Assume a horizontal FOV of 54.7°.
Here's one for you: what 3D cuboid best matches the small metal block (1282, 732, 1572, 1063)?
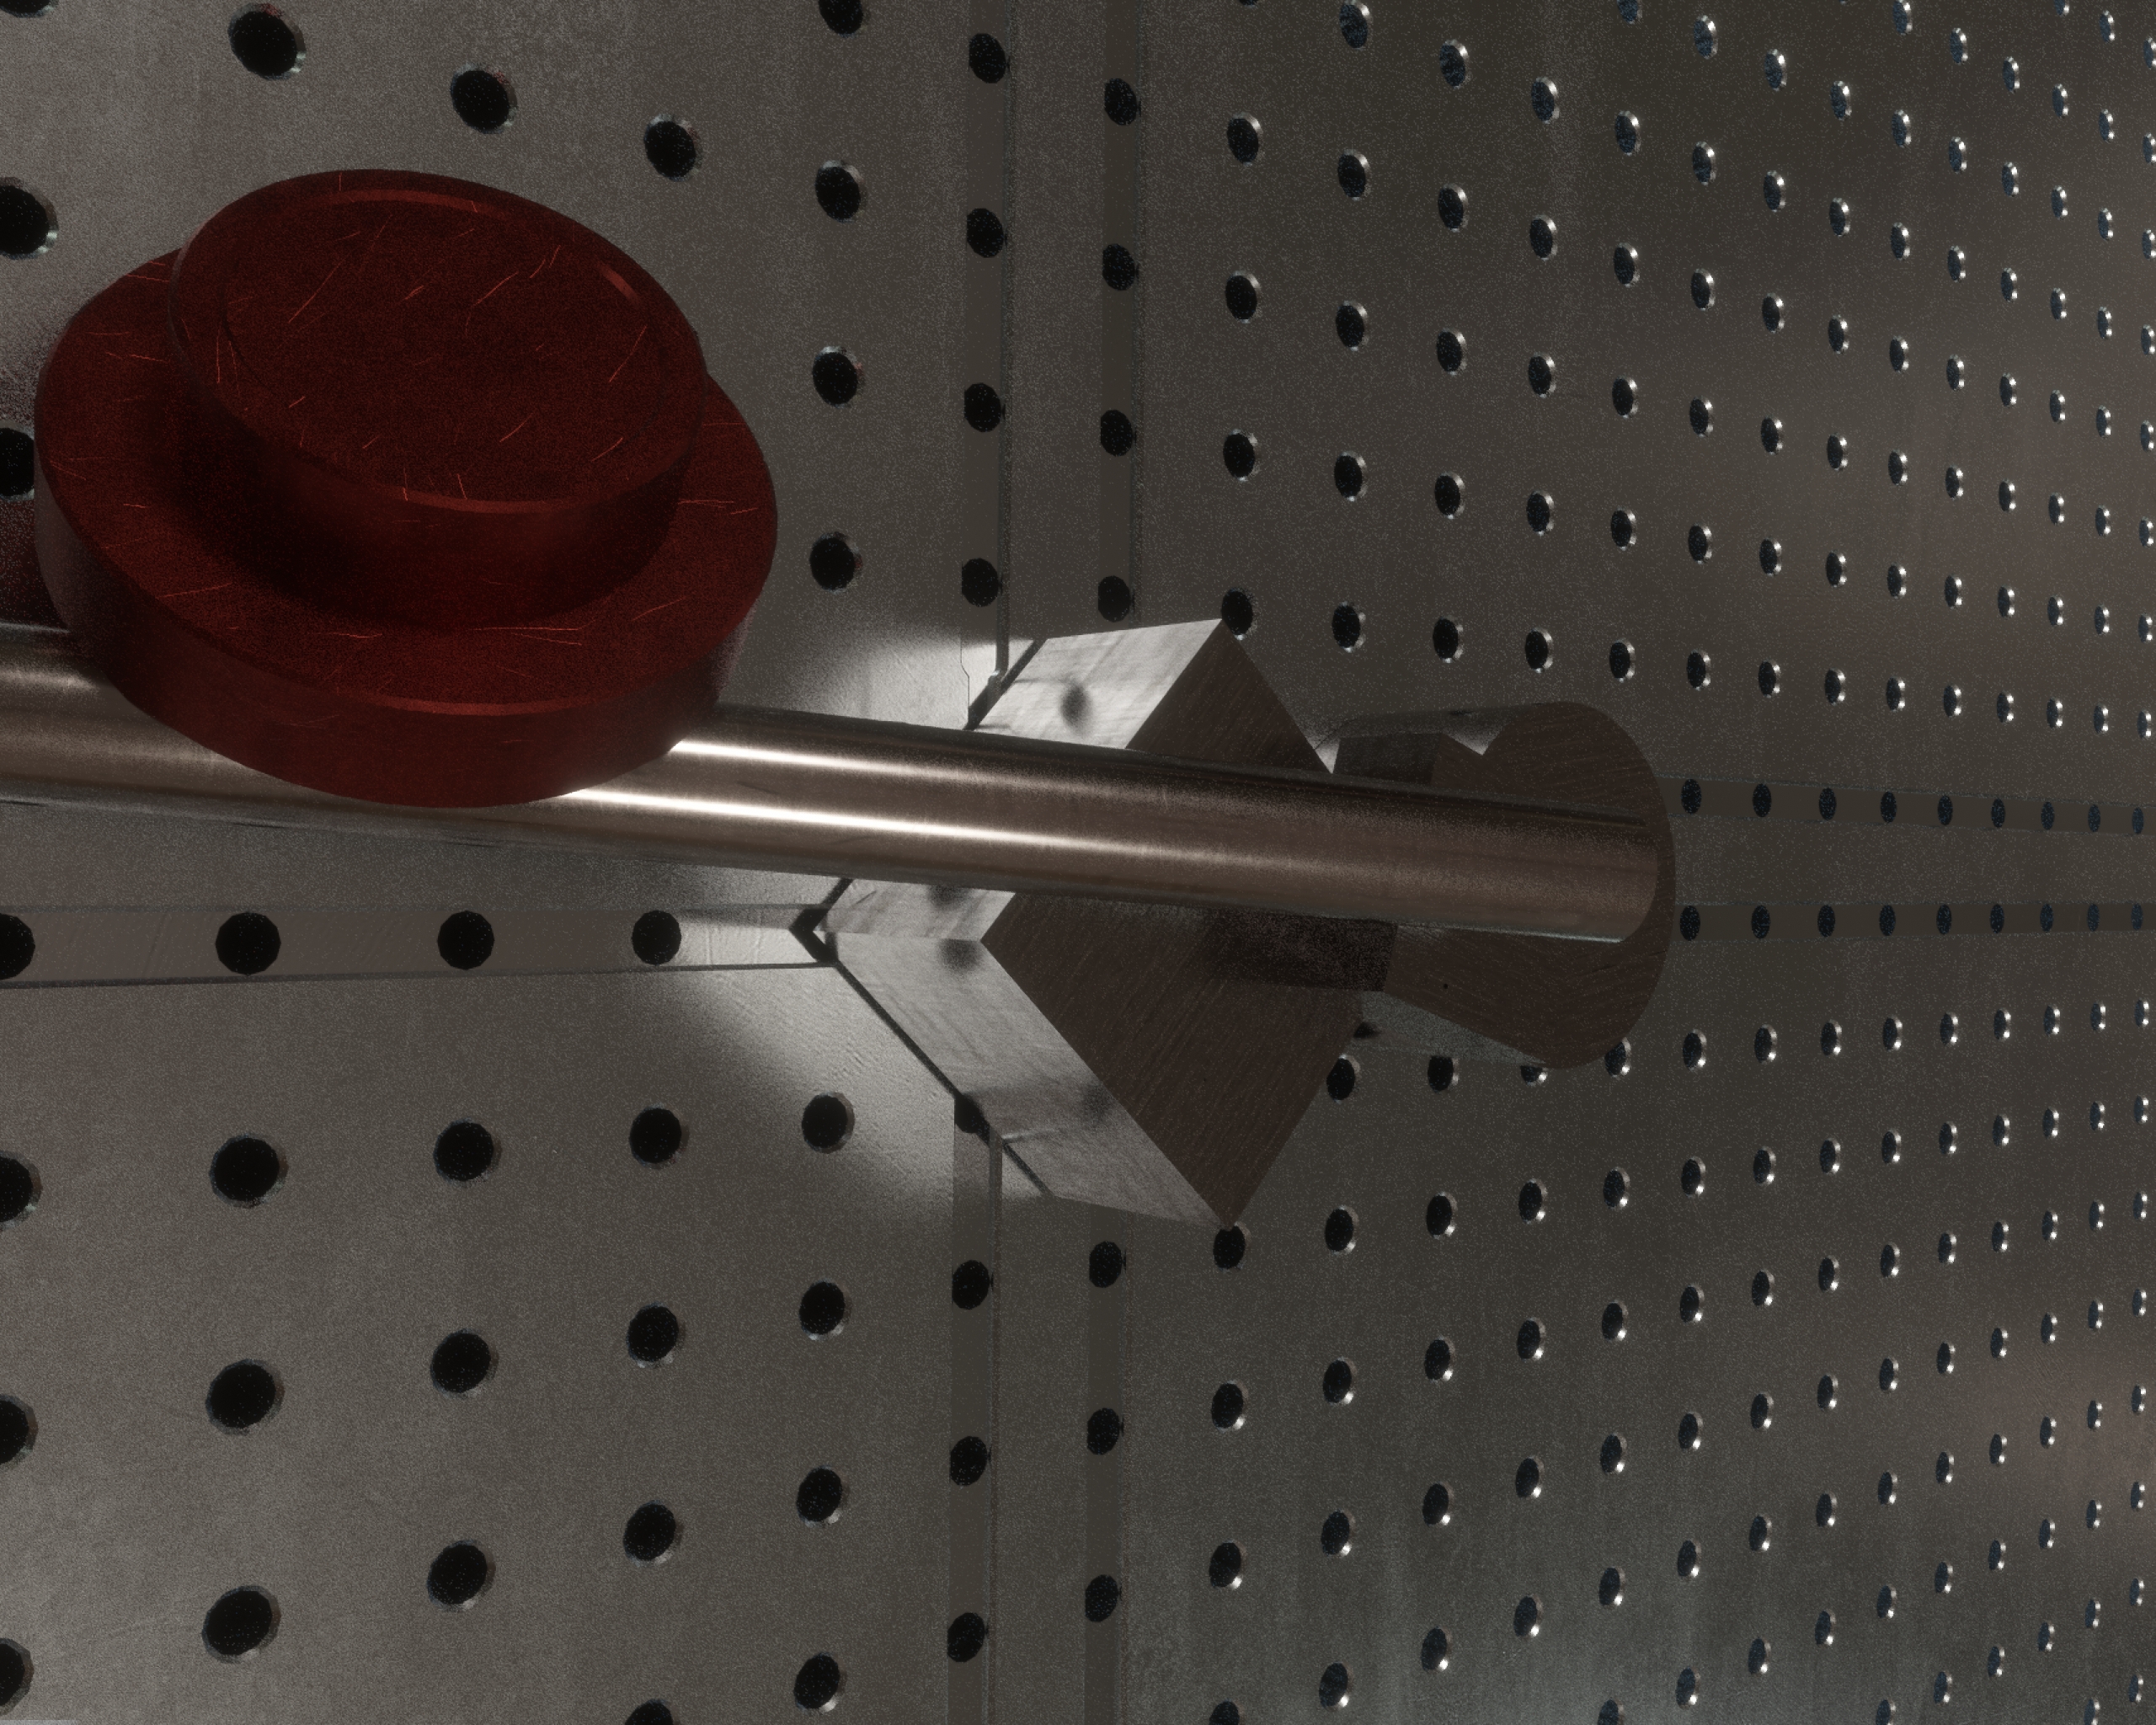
[{"bbox_3d":[0.071,0.007,0.403,0.050,0.025,0.050,24,75,-38],"label":"small metal block"}]

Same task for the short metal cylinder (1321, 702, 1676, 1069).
[{"bbox_3d":[0.090,0.005,0.471,0.081,0.050,0.079,0,90,-40],"label":"short metal cylinder"}]

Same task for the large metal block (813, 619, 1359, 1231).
[{"bbox_3d":[0.011,0.011,0.401,0.080,0.050,0.080,52,60,-28],"label":"large metal block"}]

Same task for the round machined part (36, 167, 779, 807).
[{"bbox_3d":[-0.089,-0.058,0.289,0.099,0.042,0.098,14,48,-15],"label":"round machined part"}]

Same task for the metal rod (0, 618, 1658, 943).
[{"bbox_3d":[-0.041,-0.011,0.319,0.302,0.025,0.025,5,87,-23],"label":"metal rod"}]
